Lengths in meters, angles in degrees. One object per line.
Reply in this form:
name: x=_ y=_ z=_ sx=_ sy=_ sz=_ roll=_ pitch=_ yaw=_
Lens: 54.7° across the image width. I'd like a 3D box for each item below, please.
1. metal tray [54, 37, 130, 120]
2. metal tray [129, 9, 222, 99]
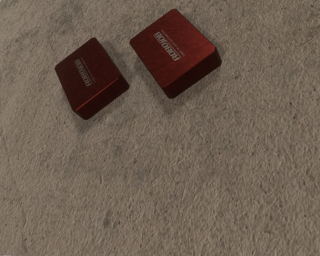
metal tray: x=-0.116 y=-0.085 z=0.511 sx=0.090 sy=0.030 sz=0.130 roll=-37 pitch=51 yaw=3
metal tray: x=0.019 y=-0.114 z=0.459 sx=0.090 sy=0.030 sz=0.130 roll=-35 pitch=51 yaw=4
